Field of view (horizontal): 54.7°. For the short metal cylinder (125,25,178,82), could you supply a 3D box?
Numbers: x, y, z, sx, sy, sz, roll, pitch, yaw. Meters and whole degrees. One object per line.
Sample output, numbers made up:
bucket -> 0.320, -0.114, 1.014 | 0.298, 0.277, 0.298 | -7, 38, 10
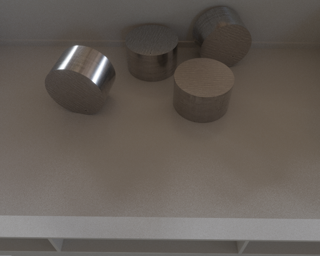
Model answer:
short metal cylinder -> -0.012, -0.118, 0.488 | 0.080, 0.050, 0.080 | 0, 50, 0

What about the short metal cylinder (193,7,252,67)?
short metal cylinder -> 0.096, -0.141, 0.488 | 0.081, 0.080, 0.050 | -8, 51, -6

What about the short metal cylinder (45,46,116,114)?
short metal cylinder -> -0.107, -0.064, 0.422 | 0.080, 0.080, 0.050 | 9, 51, 8

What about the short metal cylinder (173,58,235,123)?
short metal cylinder -> 0.059, -0.053, 0.434 | 0.080, 0.050, 0.080 | 0, 50, 0
